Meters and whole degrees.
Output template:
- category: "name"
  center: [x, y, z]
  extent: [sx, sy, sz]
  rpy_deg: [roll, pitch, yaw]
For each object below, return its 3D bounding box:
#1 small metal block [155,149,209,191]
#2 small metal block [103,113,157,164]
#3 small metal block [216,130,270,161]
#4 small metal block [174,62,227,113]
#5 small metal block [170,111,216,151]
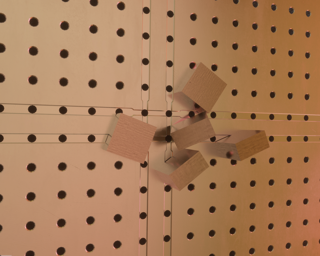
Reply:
- category: "small metal block"
  center: [0.028, 0.053, 0.410]
  extent: [0.050, 0.050, 0.025]
  rpy_deg: [-37, 102, -16]
- category: "small metal block"
  center: [-0.039, 0.013, 0.398]
  extent: [0.050, 0.025, 0.050]
  rpy_deg: [22, 83, -19]
- category: "small metal block"
  center: [0.117, 0.023, 0.442]
  extent: [0.050, 0.050, 0.025]
  rpy_deg: [-22, 98, -19]
- category: "small metal block"
  center: [0.057, -0.055, 0.433]
  extent: [0.050, 0.025, 0.050]
  rpy_deg: [36, 78, -17]
- category: "small metal block"
  center: [0.043, 0.003, 0.406]
  extent: [0.050, 0.050, 0.025]
  rpy_deg: [-23, 99, 9]
